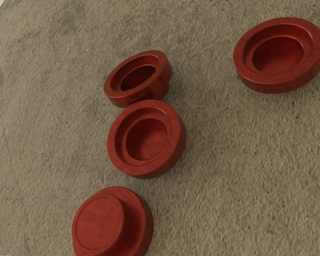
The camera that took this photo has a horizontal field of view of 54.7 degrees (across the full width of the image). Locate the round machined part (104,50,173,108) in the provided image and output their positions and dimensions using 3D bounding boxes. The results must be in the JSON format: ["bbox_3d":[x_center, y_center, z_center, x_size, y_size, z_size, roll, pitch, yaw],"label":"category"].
[{"bbox_3d":[-0.026,-0.062,0.436,0.098,0.042,0.098,-19,40,17],"label":"round machined part"}]

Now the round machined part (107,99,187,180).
[{"bbox_3d":[-0.013,0.017,0.386,0.098,0.042,0.098,-11,62,21],"label":"round machined part"}]

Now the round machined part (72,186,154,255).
[{"bbox_3d":[-0.060,0.113,0.355,0.098,0.042,0.098,-13,56,21],"label":"round machined part"}]

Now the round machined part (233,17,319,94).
[{"bbox_3d":[0.141,-0.080,0.368,0.098,0.042,0.098,-13,56,21],"label":"round machined part"}]
